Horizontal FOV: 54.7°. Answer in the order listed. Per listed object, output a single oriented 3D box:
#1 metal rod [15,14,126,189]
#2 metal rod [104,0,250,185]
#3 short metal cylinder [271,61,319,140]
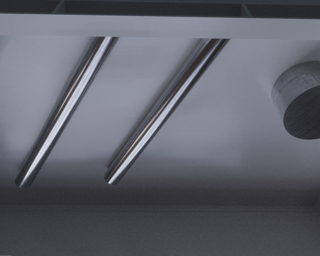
[{"bbox_3d":[-0.128,-0.013,0.395,0.025,0.025,0.298,26,125,-21],"label":"metal rod"},{"bbox_3d":[0.003,-0.022,0.390,0.025,0.025,0.298,24,126,-20],"label":"metal rod"},{"bbox_3d":[0.180,-0.032,0.368,0.081,0.050,0.079,0,130,0],"label":"short metal cylinder"}]
